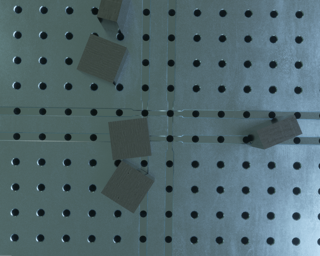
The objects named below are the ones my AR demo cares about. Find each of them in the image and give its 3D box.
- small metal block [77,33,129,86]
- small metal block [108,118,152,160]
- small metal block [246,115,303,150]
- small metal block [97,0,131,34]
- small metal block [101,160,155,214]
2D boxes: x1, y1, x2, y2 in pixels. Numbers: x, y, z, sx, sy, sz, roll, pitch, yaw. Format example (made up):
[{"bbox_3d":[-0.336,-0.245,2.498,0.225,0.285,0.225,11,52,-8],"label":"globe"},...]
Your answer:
[{"bbox_3d":[-0.075,-0.090,0.413,0.050,0.025,0.050,21,90,0],"label":"small metal block"},{"bbox_3d":[-0.039,0.014,0.413,0.050,0.025,0.050,-7,90,0],"label":"small metal block"},{"bbox_3d":[0.146,0.005,0.402,0.050,0.050,0.025,-23,90,0],"label":"small metal block"},{"bbox_3d":[-0.058,-0.156,0.400,0.025,0.050,0.050,14,90,0],"label":"small metal block"},{"bbox_3d":[-0.042,0.076,0.413,0.050,0.025,0.050,33,90,0],"label":"small metal block"}]
